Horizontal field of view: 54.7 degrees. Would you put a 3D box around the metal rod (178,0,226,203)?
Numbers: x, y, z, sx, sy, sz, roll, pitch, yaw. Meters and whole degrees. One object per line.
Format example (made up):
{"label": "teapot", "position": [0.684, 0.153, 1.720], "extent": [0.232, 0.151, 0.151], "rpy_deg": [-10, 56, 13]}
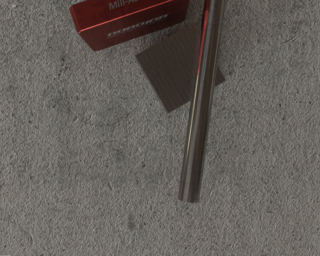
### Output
{"label": "metal rod", "position": [0.053, -0.064, 0.360], "extent": [0.025, 0.025, 0.298], "rpy_deg": [8, 90, -1]}

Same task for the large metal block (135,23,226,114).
{"label": "large metal block", "position": [0.025, -0.072, 0.398], "extent": [0.080, 0.050, 0.080], "rpy_deg": [-30, 90, 0]}

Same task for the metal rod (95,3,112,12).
{"label": "metal rod", "position": [0.030, -0.258, 0.410], "extent": [0.300, 0.025, 0.025], "rpy_deg": [-43, 91, -1]}

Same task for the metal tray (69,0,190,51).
{"label": "metal tray", "position": [-0.032, -0.138, 0.376], "extent": [0.131, 0.090, 0.030], "rpy_deg": [-19, 90, -1]}
